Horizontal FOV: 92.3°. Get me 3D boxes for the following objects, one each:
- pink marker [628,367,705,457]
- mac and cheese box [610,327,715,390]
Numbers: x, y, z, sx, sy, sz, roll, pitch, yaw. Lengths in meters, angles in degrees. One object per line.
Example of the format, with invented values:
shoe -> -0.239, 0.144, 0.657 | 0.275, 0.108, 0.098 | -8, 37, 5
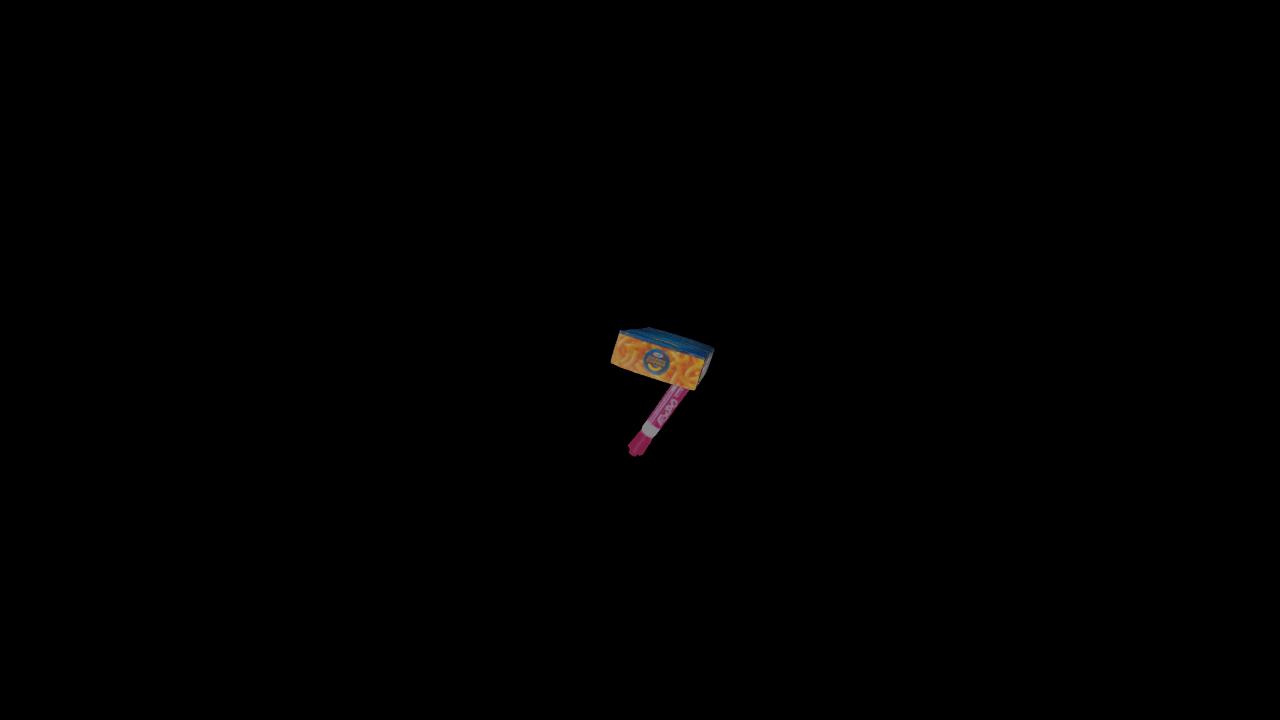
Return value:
pink marker -> 0.025, 0.051, 0.636 | 0.020, 0.121, 0.020 | 33, 13, -8
mac and cheese box -> 0.032, -0.006, 0.696 | 0.093, 0.041, 0.184 | 19, 7, 8
